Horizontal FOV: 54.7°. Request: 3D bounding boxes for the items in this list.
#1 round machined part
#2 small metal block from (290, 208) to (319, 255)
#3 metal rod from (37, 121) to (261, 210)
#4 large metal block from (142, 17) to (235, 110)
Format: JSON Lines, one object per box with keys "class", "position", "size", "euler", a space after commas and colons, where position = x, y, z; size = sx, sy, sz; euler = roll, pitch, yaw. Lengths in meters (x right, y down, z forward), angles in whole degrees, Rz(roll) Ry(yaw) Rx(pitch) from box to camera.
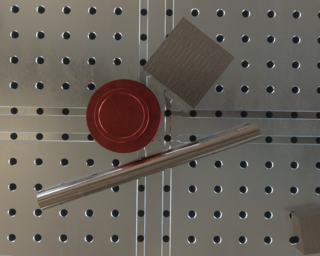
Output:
{"class": "round machined part", "position": [-0.048, -0.016, 0.404], "size": [0.099, 0.042, 0.097], "euler": [0, 90, -1]}
{"class": "small metal block", "position": [0.209, 0.137, 0.416], "size": [0.050, 0.025, 0.050], "euler": [-9, 90, -1]}
{"class": "metal rod", "position": [-0.014, 0.050, 0.413], "size": [0.302, 0.025, 0.025], "euler": [-18, 90, -1]}
{"class": "large metal block", "position": [0.035, -0.080, 0.401], "size": [0.080, 0.050, 0.080], "euler": [39, 90, -1]}
